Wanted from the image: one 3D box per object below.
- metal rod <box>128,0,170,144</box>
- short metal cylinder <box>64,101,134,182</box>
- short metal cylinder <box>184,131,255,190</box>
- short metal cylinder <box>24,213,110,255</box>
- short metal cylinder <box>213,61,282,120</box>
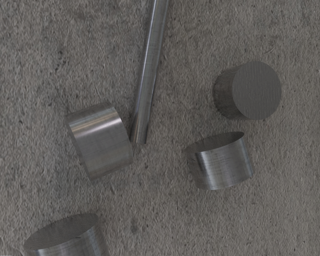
[{"bbox_3d":[-0.006,-0.128,0.406,0.025,0.025,0.298,10,86,-20],"label":"metal rod"},{"bbox_3d":[-0.070,0.014,0.354,0.050,0.080,0.080,-23,98,-19],"label":"short metal cylinder"},{"bbox_3d":[0.078,0.041,0.409,0.081,0.080,0.050,-21,97,-19],"label":"short metal cylinder"},{"bbox_3d":[-0.101,0.136,0.343,0.081,0.080,0.050,-17,96,-19],"label":"short metal cylinder"},{"bbox_3d":[0.123,-0.051,0.441,0.081,0.050,0.080,0,90,-20],"label":"short metal cylinder"}]
